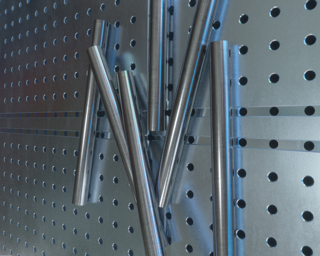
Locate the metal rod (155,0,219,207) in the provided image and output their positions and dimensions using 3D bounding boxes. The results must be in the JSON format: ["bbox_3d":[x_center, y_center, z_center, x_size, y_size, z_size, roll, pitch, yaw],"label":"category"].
[{"bbox_3d":[0.032,-0.044,0.383,0.025,0.025,0.298,21,103,38],"label":"metal rod"}]

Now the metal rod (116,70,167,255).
[{"bbox_3d":[-0.024,0.060,0.402,0.025,0.025,0.299,-28,64,37],"label":"metal rod"}]

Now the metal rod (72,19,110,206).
[{"bbox_3d":[-0.113,-0.021,0.504,0.025,0.025,0.298,14,99,39],"label":"metal rod"}]

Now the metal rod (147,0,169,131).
[{"bbox_3d":[-0.002,-0.146,0.411,0.025,0.025,0.298,2,92,40],"label":"metal rod"}]

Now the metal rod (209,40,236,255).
[{"bbox_3d":[0.071,0.053,0.351,0.025,0.025,0.298,-2,89,40],"label":"metal rod"}]

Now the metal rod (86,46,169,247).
[{"bbox_3d":[-0.050,0.021,0.439,0.025,0.025,0.299,-28,76,36],"label":"metal rod"}]
